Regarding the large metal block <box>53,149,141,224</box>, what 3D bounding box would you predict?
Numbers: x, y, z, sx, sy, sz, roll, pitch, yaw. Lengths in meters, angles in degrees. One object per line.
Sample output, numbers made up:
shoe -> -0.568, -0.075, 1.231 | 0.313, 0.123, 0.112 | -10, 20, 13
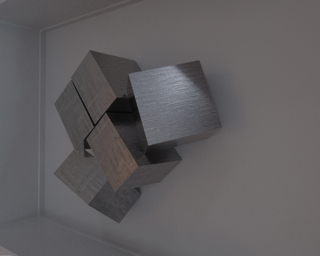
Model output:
large metal block -> -0.085, 0.078, 0.428 | 0.080, 0.080, 0.050 | 28, 73, 36

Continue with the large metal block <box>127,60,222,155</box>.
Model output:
large metal block -> 0.013, -0.022, 0.349 | 0.050, 0.081, 0.080 | 118, 137, -72

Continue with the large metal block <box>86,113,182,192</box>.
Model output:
large metal block -> -0.033, 0.028, 0.393 | 0.050, 0.081, 0.080 | -49, 61, 29

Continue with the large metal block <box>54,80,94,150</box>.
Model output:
large metal block -> -0.090, -0.018, 0.441 | 0.050, 0.081, 0.080 | -45, 63, 30

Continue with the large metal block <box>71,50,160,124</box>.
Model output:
large metal block -> -0.058, -0.051, 0.415 | 0.050, 0.081, 0.080 | -46, 63, 30
